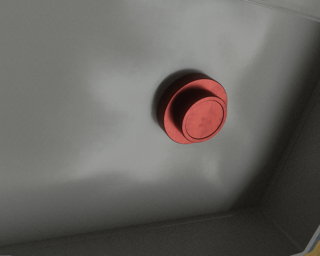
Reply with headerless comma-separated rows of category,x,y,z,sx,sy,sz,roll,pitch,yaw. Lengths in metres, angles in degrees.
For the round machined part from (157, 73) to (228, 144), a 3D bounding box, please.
round machined part,0.049,-0.019,0.412,0.099,0.042,0.097,-14,124,-21
